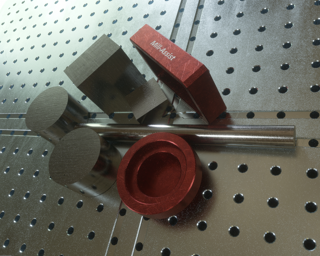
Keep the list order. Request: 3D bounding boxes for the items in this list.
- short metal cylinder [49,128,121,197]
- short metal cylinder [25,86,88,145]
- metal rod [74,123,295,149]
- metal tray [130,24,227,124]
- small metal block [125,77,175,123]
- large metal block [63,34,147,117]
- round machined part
[{"bbox_3d":[-0.100,0.046,0.416,0.080,0.050,0.080,-13,56,21],"label":"short metal cylinder"},{"bbox_3d":[-0.162,-0.018,0.488,0.080,0.050,0.080,-13,56,21],"label":"short metal cylinder"},{"bbox_3d":[0.010,0.007,0.398,0.300,0.025,0.025,1,62,28],"label":"metal rod"},{"bbox_3d":[0.022,-0.070,0.398,0.030,0.090,0.130,-43,51,-1],"label":"metal tray"},{"bbox_3d":[-0.015,-0.036,0.439,0.050,0.025,0.050,-34,51,6],"label":"small metal block"},{"bbox_3d":[-0.079,-0.077,0.462,0.080,0.080,0.050,-44,52,-2],"label":"large metal block"},{"bbox_3d":[0.003,0.057,0.361,0.098,0.042,0.098,-13,56,21],"label":"round machined part"}]
